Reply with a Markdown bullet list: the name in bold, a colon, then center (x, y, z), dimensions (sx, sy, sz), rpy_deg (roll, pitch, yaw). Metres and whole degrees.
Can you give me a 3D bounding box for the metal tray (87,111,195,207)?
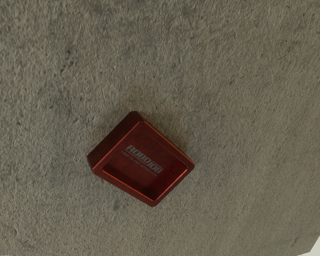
- **metal tray**: center (-0.022, 0.047, 0.424), dimensions (0.090, 0.030, 0.130), rpy_deg (-46, 130, 3)
